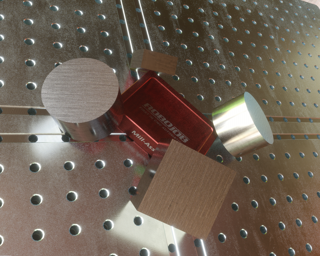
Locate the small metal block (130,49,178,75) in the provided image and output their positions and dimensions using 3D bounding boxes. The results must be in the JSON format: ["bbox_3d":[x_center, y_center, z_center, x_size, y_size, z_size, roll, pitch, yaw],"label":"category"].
[{"bbox_3d":[-0.010,-0.093,0.440,0.050,0.050,0.025,8,96,-24],"label":"small metal block"}]

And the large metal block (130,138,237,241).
[{"bbox_3d":[0.024,0.065,0.343,0.080,0.050,0.080,28,83,-11],"label":"large metal block"}]

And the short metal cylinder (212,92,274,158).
[{"bbox_3d":[0.117,-0.004,0.438,0.080,0.050,0.080,38,37,-35],"label":"short metal cylinder"}]

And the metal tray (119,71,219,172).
[{"bbox_3d":[0.007,-0.007,0.412,0.130,0.030,0.090,41,51,0],"label":"metal tray"}]

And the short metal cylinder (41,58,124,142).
[{"bbox_3d":[-0.083,-0.031,0.347,0.081,0.050,0.080,0,65,0],"label":"short metal cylinder"}]
